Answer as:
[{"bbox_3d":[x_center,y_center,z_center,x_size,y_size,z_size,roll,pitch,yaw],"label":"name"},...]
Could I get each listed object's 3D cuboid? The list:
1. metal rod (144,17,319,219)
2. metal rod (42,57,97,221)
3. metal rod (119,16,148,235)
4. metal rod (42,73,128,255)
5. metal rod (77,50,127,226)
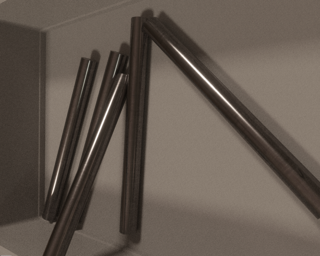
[{"bbox_3d":[0.071,-0.031,0.347,0.300,0.025,0.025,52,120,27],"label":"metal rod"},{"bbox_3d":[-0.159,0.027,0.534,0.025,0.025,0.298,29,108,36],"label":"metal rod"},{"bbox_3d":[-0.036,-0.001,0.434,0.025,0.025,0.298,6,94,39],"label":"metal rod"},{"bbox_3d":[-0.096,0.062,0.401,0.025,0.025,0.299,2,65,39],"label":"metal rod"},{"bbox_3d":[-0.106,0.027,0.491,0.025,0.025,0.298,29,108,36],"label":"metal rod"}]
